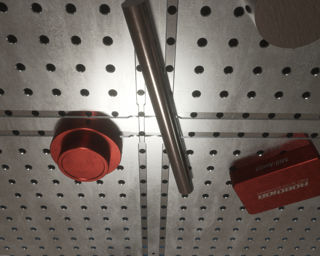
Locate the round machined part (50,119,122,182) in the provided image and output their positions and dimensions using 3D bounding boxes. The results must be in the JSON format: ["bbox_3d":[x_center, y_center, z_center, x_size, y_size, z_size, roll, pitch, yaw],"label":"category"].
[{"bbox_3d":[-0.103,0.038,0.431,0.099,0.042,0.097,-1,130,0],"label":"round machined part"}]

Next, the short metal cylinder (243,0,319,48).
[{"bbox_3d":[0.124,-0.123,0.292,0.081,0.050,0.079,0,130,0],"label":"short metal cylinder"}]

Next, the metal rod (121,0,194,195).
[{"bbox_3d":[0.008,-0.014,0.399,0.025,0.025,0.299,-10,130,8],"label":"metal rod"}]

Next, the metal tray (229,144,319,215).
[{"bbox_3d":[0.186,0.084,0.483,0.130,0.030,0.090,-22,127,17],"label":"metal tray"}]
